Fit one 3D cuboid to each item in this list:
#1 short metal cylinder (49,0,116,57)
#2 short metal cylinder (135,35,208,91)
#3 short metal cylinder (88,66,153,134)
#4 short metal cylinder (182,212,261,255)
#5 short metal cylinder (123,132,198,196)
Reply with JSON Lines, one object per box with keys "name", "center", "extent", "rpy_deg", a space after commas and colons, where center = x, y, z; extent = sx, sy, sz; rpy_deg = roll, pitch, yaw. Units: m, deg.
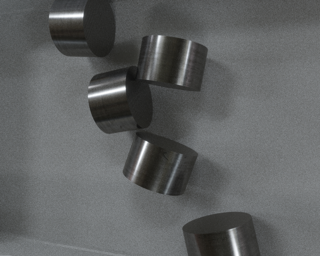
{"name": "short metal cylinder", "center": [-0.102, -0.136, 0.417], "extent": [0.050, 0.080, 0.079], "rpy_deg": [6, 92, 20]}
{"name": "short metal cylinder", "center": [0.014, -0.076, 0.376], "extent": [0.080, 0.080, 0.050], "rpy_deg": [11, 94, 19]}
{"name": "short metal cylinder", "center": [-0.048, -0.035, 0.398], "extent": [0.050, 0.080, 0.080], "rpy_deg": [-9, 87, 20]}
{"name": "short metal cylinder", "center": [0.070, 0.133, 0.356], "extent": [0.080, 0.080, 0.050], "rpy_deg": [-13, 86, 19]}
{"name": "short metal cylinder", "center": [0.000, 0.042, 0.381], "extent": [0.080, 0.080, 0.050], "rpy_deg": [22, 97, 18]}
